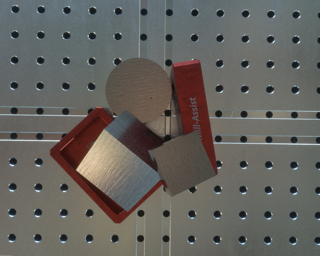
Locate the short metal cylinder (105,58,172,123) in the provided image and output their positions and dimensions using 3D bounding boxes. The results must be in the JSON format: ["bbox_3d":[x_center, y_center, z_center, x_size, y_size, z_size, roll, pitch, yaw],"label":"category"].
[{"bbox_3d":[-0.026,-0.046,0.400,0.081,0.050,0.079,0,90,-1],"label":"short metal cylinder"}]

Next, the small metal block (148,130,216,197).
[{"bbox_3d":[0.022,0.036,0.319,0.050,0.025,0.050,-24,91,-12],"label":"small metal block"}]

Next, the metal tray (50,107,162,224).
[{"bbox_3d":[-0.066,0.048,0.409,0.090,0.030,0.130,-43,91,0],"label":"metal tray"}]

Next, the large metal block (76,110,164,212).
[{"bbox_3d":[-0.040,0.040,0.369,0.080,0.050,0.080,40,125,-1],"label":"large metal block"}]

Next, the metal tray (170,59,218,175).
[{"bbox_3d":[0.039,-0.010,0.381,0.030,0.090,0.129,-9,90,0],"label":"metal tray"}]
